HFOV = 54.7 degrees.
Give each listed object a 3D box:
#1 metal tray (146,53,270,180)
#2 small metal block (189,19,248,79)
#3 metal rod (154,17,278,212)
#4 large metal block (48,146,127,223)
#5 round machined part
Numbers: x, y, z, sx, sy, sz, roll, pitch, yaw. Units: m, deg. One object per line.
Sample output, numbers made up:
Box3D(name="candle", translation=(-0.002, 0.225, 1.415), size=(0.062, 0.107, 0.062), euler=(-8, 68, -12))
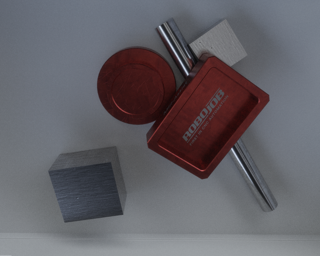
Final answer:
Box3D(name="metal tray", translation=(0.055, -0.012, 0.375), size=(0.090, 0.030, 0.129), euler=(32, 104, -15))
Box3D(name="small metal block", translation=(0.069, -0.096, 0.377), size=(0.050, 0.025, 0.050), euler=(-34, 107, 11))
Box3D(name="metal rod", translation=(0.083, -0.005, 0.410), size=(0.025, 0.025, 0.299), euler=(-30, 108, 10))
Box3D(name="large metal block", translation=(-0.095, 0.076, 0.425), size=(0.080, 0.050, 0.079), euler=(-8, 110, 2))
Box3D(name="round machined part", translation=(-0.029, -0.049, 0.384), size=(0.099, 0.042, 0.097), euler=(0, 110, -1))
